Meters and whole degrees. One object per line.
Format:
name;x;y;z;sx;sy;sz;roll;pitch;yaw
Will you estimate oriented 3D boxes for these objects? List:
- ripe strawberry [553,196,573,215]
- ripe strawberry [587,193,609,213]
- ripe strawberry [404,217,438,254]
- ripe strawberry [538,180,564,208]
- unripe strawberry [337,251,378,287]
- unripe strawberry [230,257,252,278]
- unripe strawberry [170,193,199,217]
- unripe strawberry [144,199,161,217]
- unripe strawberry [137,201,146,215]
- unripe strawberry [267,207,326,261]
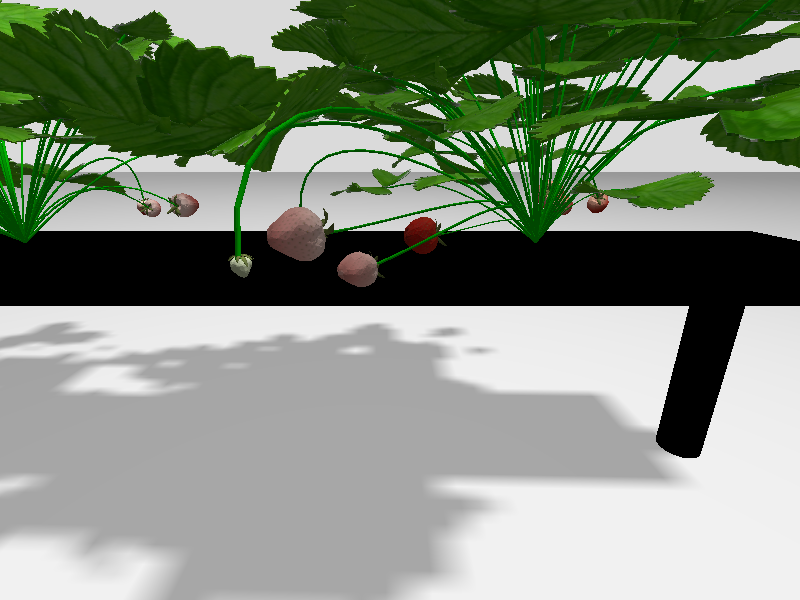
ripe strawberry;0.207;-0.122;0.516;0.029;0.025;0.029;9;21;25
ripe strawberry;0.263;-0.128;0.532;0.025;0.029;0.027;14;-18;34
ripe strawberry;0.015;-0.049;0.305;0.026;0.028;0.024;-9;21;-22
ripe strawberry;0.224;-0.156;0.600;0.040;0.042;0.043;7;-3;20
unripe strawberry;-0.024;-0.017;0.223;0.020;0.020;0.023;-18;26;-40
unripe strawberry;-0.074;-0.015;0.187;0.010;0.010;0.011;-16;25;-38
unripe strawberry;-0.269;-0.119;0.503;0.032;0.029;0.029;7;20;19
unripe strawberry;-0.310;-0.115;0.502;0.019;0.022;0.021;2;6;7
unripe strawberry;-0.344;-0.124;0.539;0.018;0.019;0.018;-1;19;-4
unripe strawberry;-0.073;-0.045;0.278;0.038;0.038;0.042;-8;21;-19
